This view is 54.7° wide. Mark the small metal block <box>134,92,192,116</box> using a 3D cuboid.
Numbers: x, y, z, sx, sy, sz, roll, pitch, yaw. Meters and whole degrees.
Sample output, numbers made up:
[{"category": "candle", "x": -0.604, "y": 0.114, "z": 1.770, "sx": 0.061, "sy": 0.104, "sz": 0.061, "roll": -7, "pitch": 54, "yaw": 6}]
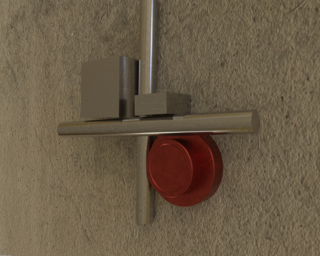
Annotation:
[{"category": "small metal block", "x": 0.004, "y": -0.028, "z": 0.385, "sx": 0.050, "sy": 0.050, "sz": 0.025, "roll": -2, "pitch": 89, "yaw": 39}]

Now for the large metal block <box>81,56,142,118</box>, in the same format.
[{"category": "large metal block", "x": -0.067, "y": -0.054, "z": 0.442, "sx": 0.080, "sy": 0.050, "sz": 0.079, "roll": 1, "pitch": 91, "yaw": 39}]

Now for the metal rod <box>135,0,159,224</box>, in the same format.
[{"category": "metal rod", "x": -0.018, "y": -0.022, "z": 0.419, "sx": 0.025, "sy": 0.025, "sz": 0.298, "roll": 2, "pitch": 91, "yaw": 39}]

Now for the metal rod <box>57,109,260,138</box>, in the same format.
[{"category": "metal rod", "x": -0.027, "y": -0.002, "z": 0.394, "sx": 0.300, "sy": 0.025, "sz": 0.025, "roll": -2, "pitch": 89, "yaw": 35}]

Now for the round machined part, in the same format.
[{"category": "round machined part", "x": 0.022, "y": 0.047, "z": 0.374, "sx": 0.098, "sy": 0.042, "sz": 0.097, "roll": 0, "pitch": 90, "yaw": 39}]
